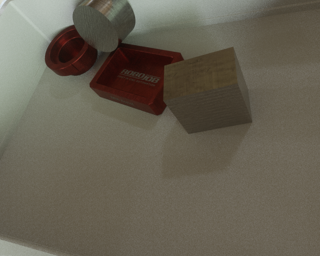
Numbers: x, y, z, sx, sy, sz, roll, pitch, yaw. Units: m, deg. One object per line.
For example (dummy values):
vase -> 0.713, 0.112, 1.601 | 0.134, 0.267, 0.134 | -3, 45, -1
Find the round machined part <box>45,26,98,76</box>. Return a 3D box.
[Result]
round machined part -> -0.151, -0.132, 0.551 | 0.098, 0.042, 0.098 | -12, 59, 21

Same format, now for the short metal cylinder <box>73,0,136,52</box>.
short metal cylinder -> -0.085, -0.165, 0.476 | 0.080, 0.080, 0.050 | 11, 54, 32

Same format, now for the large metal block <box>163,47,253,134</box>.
large metal block -> 0.058, -0.040, 0.364 | 0.080, 0.080, 0.050 | -11, 57, 22

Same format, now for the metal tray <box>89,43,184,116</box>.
metal tray -> -0.034, -0.078, 0.466 | 0.130, 0.030, 0.090 | 20, 72, 35
